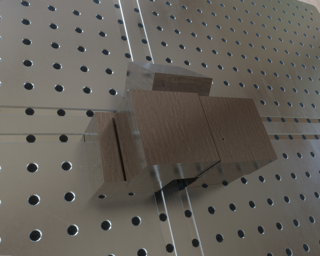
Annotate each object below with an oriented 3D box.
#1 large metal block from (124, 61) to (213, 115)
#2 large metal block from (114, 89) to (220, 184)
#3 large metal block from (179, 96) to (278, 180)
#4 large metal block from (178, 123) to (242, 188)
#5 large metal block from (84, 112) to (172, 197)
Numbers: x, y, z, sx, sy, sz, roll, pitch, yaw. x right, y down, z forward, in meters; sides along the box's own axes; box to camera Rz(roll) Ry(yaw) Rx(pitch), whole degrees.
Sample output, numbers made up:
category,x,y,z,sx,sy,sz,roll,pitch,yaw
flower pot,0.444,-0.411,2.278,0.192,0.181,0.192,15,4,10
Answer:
category,x,y,z,sx,sy,sz,roll,pitch,yaw
large metal block,0.008,-0.052,0.403,0.081,0.050,0.080,0,20,-29
large metal block,0.005,0.009,0.323,0.081,0.050,0.080,0,62,-29
large metal block,0.077,0.011,0.362,0.081,0.050,0.080,0,62,-29
large metal block,0.067,0.029,0.411,0.081,0.050,0.080,-1,62,-29
large metal block,-0.037,0.030,0.356,0.081,0.050,0.080,1,61,-28
